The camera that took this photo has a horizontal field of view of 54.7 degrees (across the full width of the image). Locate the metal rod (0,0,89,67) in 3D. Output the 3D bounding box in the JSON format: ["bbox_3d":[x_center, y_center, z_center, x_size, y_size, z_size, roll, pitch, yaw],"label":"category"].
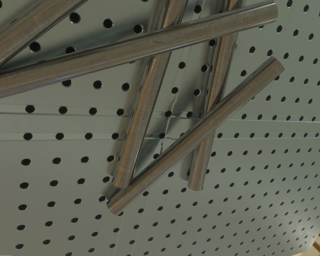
[{"bbox_3d":[-0.074,-0.132,0.290,0.301,0.025,0.025,-38,130,-3],"label":"metal rod"}]

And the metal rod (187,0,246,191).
[{"bbox_3d":[0.074,-0.036,0.431,0.025,0.025,0.298,-7,122,-25],"label":"metal rod"}]

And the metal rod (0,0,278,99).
[{"bbox_3d":[-0.018,-0.085,0.322,0.302,0.025,0.025,-18,126,-9],"label":"metal rod"}]

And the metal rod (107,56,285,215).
[{"bbox_3d":[0.041,0.017,0.421,0.300,0.025,0.025,-42,130,10],"label":"metal rod"}]

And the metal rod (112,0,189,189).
[{"bbox_3d":[-0.010,-0.054,0.373,0.025,0.025,0.298,4,116,-31],"label":"metal rod"}]
